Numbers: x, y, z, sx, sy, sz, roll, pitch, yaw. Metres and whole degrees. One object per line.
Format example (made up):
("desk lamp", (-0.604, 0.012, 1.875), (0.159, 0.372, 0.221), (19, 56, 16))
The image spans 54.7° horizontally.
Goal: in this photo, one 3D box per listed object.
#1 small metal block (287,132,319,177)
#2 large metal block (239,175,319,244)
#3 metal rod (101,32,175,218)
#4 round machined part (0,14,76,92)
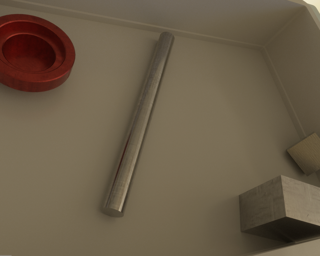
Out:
("small metal block", (0.240, 0.041, 0.494), (0.050, 0.050, 0.025), (55, 20, 10))
("large metal block", (0.159, 0.107, 0.394), (0.081, 0.080, 0.050), (19, 54, -18))
("metal rod", (-0.019, -0.028, 0.413), (0.025, 0.025, 0.300), (25, 53, -14))
("round machined part", (-0.153, -0.082, 0.363), (0.099, 0.042, 0.098), (14, 56, -21))
